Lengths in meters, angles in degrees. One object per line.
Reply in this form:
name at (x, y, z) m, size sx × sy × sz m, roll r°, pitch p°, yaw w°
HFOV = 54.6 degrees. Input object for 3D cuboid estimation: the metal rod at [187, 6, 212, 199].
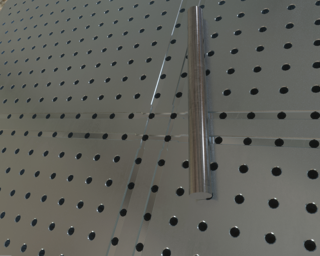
metal rod at (0.050, -0.054, 0.416) m, size 0.025 × 0.025 × 0.300 m, roll -11°, pitch 57°, yaw 22°
